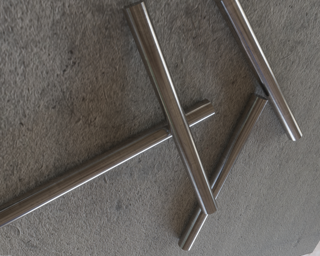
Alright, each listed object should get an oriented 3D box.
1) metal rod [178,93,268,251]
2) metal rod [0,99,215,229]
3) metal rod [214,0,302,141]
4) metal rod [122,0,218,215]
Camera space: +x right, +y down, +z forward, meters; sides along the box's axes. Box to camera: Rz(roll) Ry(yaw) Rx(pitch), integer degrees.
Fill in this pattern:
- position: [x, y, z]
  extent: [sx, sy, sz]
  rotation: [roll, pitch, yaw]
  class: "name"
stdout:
- position: [0.096, 0.083, 0.510]
  extent: [0.025, 0.025, 0.298]
  rotation: [8, 114, -32]
  class: "metal rod"
- position: [-0.063, 0.040, 0.396]
  extent: [0.302, 0.025, 0.025]
  rotation: [-28, 128, -11]
  class: "metal rod"
- position: [0.154, -0.070, 0.446]
  extent: [0.025, 0.025, 0.300]
  rotation: [-44, 129, 2]
  class: "metal rod"
- position: [0.023, -0.004, 0.385]
  extent: [0.025, 0.025, 0.299]
  rotation: [-28, 119, -11]
  class: "metal rod"
